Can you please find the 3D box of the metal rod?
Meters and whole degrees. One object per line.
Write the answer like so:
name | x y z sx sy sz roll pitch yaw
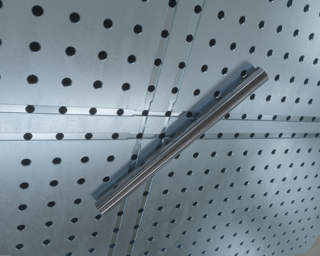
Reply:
metal rod | 0.032 0.017 0.441 0.300 0.025 0.025 -40 130 -2
